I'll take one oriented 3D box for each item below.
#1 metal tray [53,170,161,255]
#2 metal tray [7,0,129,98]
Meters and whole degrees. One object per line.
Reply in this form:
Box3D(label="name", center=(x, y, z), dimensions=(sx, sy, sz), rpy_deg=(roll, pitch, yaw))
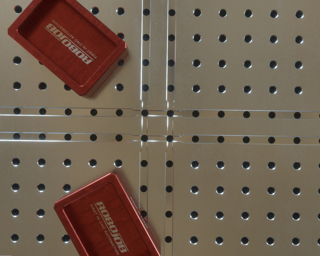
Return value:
Box3D(label="metal tray", center=(-0.067, 0.133, 0.410), dimensions=(0.090, 0.030, 0.130), rpy_deg=(-29, 90, 0))
Box3D(label="metal tray", center=(-0.119, -0.114, 0.409), dimensions=(0.130, 0.030, 0.090), rpy_deg=(41, 90, 0))
